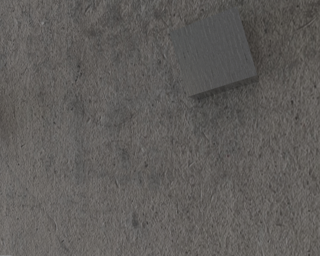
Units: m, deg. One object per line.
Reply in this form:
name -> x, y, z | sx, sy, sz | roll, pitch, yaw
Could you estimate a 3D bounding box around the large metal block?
large metal block -> 0.067, -0.085, 0.372 | 0.080, 0.050, 0.080 | -16, 85, 19
